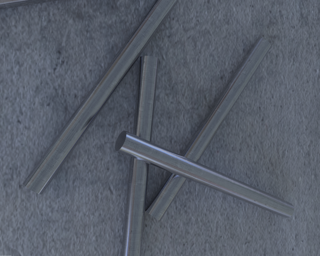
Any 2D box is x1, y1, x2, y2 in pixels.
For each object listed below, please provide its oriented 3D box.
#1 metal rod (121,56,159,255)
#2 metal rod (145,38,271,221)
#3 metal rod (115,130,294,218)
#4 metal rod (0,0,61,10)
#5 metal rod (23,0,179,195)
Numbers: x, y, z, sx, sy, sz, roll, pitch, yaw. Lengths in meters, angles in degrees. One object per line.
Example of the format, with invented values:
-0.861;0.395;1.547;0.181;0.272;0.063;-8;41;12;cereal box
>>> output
-0.027;0.057;0.399;0.025;0.025;0.298;6;88;-20;metal rod
0.073;-0.006;0.437;0.025;0.025;0.300;38;78;-17;metal rod
0.077;0.071;0.417;0.302;0.025;0.025;25;82;-27;metal rod
-0.116;-0.165;0.366;0.302;0.025;0.025;-19;97;-20;metal rod
-0.066;-0.054;0.385;0.025;0.025;0.300;37;78;-17;metal rod
